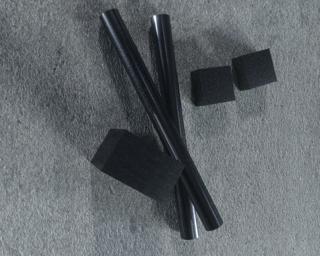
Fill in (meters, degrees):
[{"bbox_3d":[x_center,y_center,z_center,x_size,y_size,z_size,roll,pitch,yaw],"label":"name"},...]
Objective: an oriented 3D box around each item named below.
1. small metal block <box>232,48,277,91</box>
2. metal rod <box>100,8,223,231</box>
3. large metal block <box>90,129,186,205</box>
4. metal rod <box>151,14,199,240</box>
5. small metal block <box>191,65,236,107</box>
[{"bbox_3d":[0.141,-0.087,0.463,0.050,0.025,0.050,-18,96,-20],"label":"small metal block"},{"bbox_3d":[0.003,-0.009,0.391,0.025,0.025,0.299,-27,92,-18],"label":"metal rod"},{"bbox_3d":[-0.030,0.043,0.370,0.080,0.080,0.050,32,80,-18],"label":"large metal block"},{"bbox_3d":[0.021,0.001,0.417,0.025,0.025,0.298,-9,93,-20],"label":"metal rod"},{"bbox_3d":[0.075,-0.059,0.438,0.050,0.025,0.050,-11,94,-20],"label":"small metal block"}]
